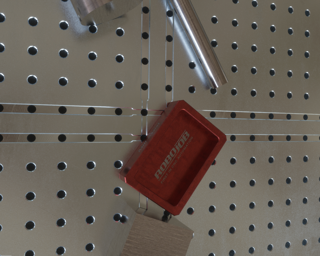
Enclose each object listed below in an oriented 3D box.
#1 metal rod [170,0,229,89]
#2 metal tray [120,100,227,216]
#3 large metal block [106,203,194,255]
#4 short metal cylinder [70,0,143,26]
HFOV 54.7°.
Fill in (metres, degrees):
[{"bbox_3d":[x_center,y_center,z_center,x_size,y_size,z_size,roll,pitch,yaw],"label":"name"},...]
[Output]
[{"bbox_3d":[0.018,-0.192,0.418,0.025,0.025,0.299,-31,100,-17],"label":"metal rod"},{"bbox_3d":[0.020,0.039,0.417,0.090,0.030,0.130,38,78,-16],"label":"metal tray"},{"bbox_3d":[-0.015,0.152,0.394,0.080,0.050,0.080,24,82,-19],"label":"large metal block"},{"bbox_3d":[-0.065,-0.160,0.359,0.081,0.080,0.050,-27,99,-18],"label":"short metal cylinder"}]
